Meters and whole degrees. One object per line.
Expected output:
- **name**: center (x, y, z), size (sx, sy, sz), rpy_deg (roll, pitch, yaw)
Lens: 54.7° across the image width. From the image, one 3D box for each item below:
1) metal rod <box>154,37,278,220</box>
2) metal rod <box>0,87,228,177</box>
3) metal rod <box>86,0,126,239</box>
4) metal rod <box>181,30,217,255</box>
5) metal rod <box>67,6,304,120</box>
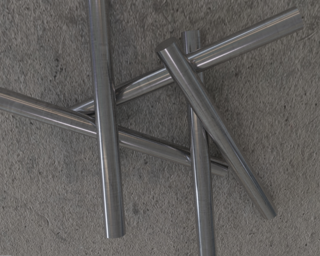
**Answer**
- **metal rod**: center (0.083, 0.020, 0.384), size (0.025, 0.025, 0.300), rpy_deg (-31, 120, 11)
- **metal rod**: center (-0.049, 0.010, 0.389), size (0.302, 0.025, 0.025), rpy_deg (18, 109, -16)
- **metal rod**: center (-0.063, -0.023, 0.357), size (0.025, 0.025, 0.298), rpy_deg (-4, 94, 1)
- **metal rod**: center (0.051, 0.032, 0.392), size (0.025, 0.025, 0.298), rpy_deg (-5, 99, 2)
- **metal rod**: center (0.007, -0.061, 0.359), size (0.300, 0.025, 0.025), rpy_deg (-21, 109, 18)
